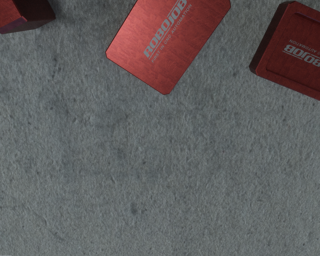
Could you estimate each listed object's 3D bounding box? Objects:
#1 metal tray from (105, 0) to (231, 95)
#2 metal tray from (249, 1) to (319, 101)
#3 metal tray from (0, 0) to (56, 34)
[{"bbox_3d":[0.008,-0.116,0.364,0.090,0.030,0.129,32,107,-12],"label":"metal tray"},{"bbox_3d":[0.189,-0.086,0.377,0.131,0.030,0.089,20,109,-8],"label":"metal tray"},{"bbox_3d":[-0.165,-0.164,0.311,0.030,0.090,0.129,-23,109,10],"label":"metal tray"}]
